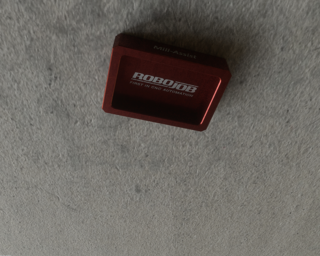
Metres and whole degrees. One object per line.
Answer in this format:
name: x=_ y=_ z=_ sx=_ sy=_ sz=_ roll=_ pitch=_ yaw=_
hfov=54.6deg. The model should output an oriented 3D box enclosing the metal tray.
metal tray: x=0.005 y=-0.049 z=0.361 sx=0.131 sy=0.030 sz=0.089 roll=11 pitch=129 yaw=-10
